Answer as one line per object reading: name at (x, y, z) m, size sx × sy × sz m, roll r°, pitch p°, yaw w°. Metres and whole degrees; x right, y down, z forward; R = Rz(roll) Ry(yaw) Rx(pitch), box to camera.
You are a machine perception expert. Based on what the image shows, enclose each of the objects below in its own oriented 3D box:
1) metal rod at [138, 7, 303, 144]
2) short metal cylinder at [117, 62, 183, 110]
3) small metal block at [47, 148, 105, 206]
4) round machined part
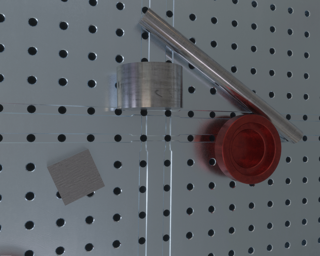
metal rod at (0.098, -0.066, 0.448) m, size 0.301 × 0.025 × 0.025 m, roll 34°, pitch 79°, yaw -17°
short metal cylinder at (-0.012, -0.048, 0.379) m, size 0.081 × 0.080 × 0.050 m, roll -1°, pitch 91°, yaw -20°
small metal block at (-0.102, 0.057, 0.375) m, size 0.050 × 0.025 × 0.050 m, roll -25°, pitch 98°, yaw -18°
round machined part at (0.122, 0.029, 0.449) m, size 0.099 × 0.042 × 0.097 m, roll 0°, pitch 90°, yaw -20°
